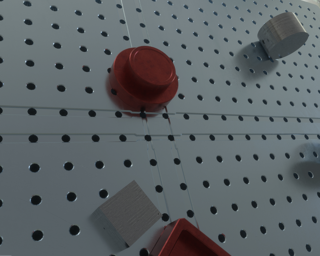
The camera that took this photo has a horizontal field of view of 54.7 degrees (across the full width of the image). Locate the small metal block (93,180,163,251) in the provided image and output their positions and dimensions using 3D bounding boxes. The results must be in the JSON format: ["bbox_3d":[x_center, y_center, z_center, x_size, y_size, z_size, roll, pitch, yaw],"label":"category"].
[{"bbox_3d":[-0.034,0.093,0.333,0.050,0.025,0.050,-34,81,-38],"label":"small metal block"}]

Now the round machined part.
[{"bbox_3d":[-0.017,-0.076,0.434,0.099,0.042,0.098,14,56,-21],"label":"round machined part"}]

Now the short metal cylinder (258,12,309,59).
[{"bbox_3d":[0.242,-0.181,0.613,0.081,0.080,0.050,-7,66,-31],"label":"short metal cylinder"}]

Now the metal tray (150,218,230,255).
[{"bbox_3d":[0.046,0.171,0.325,0.130,0.030,0.090,39,51,-2],"label":"metal tray"}]
